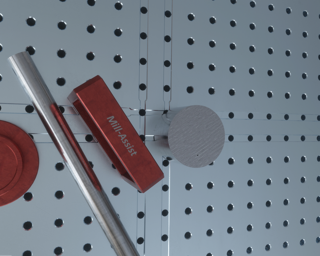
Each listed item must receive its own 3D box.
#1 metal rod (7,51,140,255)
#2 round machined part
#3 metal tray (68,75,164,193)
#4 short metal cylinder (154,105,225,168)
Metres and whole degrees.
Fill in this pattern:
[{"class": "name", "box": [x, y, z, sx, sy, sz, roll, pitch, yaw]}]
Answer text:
[{"class": "metal rod", "box": [-0.097, 0.050, 0.377, 0.025, 0.025, 0.299, -29, 100, -18]}, {"class": "round machined part", "box": [-0.184, 0.039, 0.336, 0.099, 0.042, 0.097, 0, 90, -20]}, {"class": "metal tray", "box": [-0.054, 0.008, 0.358, 0.030, 0.090, 0.130, -35, 102, -17]}, {"class": "short metal cylinder", "box": [0.039, 0.010, 0.415, 0.081, 0.050, 0.079, 0, 90, -21]}]
